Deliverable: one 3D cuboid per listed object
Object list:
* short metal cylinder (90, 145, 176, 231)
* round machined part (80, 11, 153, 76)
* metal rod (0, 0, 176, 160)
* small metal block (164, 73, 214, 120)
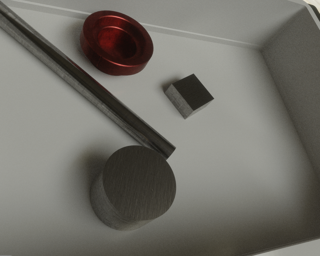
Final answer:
[{"bbox_3d":[-0.030,0.065,0.335,0.081,0.050,0.080,14,56,-21],"label":"short metal cylinder"},{"bbox_3d":[-0.062,-0.112,0.431,0.099,0.042,0.098,14,56,-21],"label":"round machined part"},{"bbox_3d":[-0.103,-0.062,0.389,0.300,0.025,0.025,40,51,-2],"label":"metal rod"},{"bbox_3d":[0.044,-0.047,0.460,0.050,0.025,0.050,-31,79,-38],"label":"small metal block"}]
